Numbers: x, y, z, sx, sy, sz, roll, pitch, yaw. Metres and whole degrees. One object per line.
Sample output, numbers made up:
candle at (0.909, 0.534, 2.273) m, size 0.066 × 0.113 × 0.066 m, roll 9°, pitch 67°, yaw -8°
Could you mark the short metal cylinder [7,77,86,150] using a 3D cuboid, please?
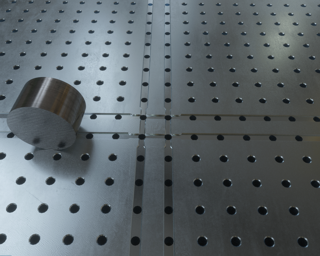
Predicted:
short metal cylinder at (-0.138, -0.016, 0.384) m, size 0.080 × 0.080 × 0.050 m, roll 4°, pitch 50°, yaw 3°
